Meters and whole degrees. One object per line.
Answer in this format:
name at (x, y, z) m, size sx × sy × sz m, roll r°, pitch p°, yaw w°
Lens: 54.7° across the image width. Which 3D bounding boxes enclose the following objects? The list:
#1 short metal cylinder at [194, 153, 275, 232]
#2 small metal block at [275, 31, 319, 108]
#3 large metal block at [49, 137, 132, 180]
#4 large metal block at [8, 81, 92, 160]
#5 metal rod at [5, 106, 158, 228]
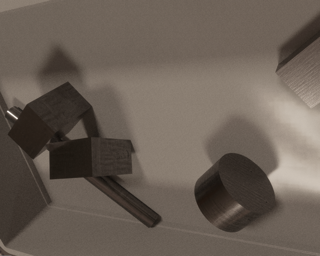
short metal cylinder at (0.089, 0.077, 0.373) m, size 0.080 × 0.080 × 0.050 m, roll 39°, pitch 129°, yaw 2°
small metal block at (0.149, -0.056, 0.296) m, size 0.050 × 0.025 × 0.050 m, roll 44°, pitch 129°, yaw -3°
large metal block at (-0.097, 0.044, 0.440) m, size 0.080 × 0.080 × 0.050 m, roll -9°, pitch 81°, yaw 32°
large metal block at (-0.158, -0.011, 0.447) m, size 0.050 × 0.080 × 0.080 m, roll 47°, pitch 129°, yaw -5°
metal rod at (-0.131, 0.063, 0.514) m, size 0.300 × 0.025 × 0.025 m, roll 37°, pitch 129°, yaw 3°
